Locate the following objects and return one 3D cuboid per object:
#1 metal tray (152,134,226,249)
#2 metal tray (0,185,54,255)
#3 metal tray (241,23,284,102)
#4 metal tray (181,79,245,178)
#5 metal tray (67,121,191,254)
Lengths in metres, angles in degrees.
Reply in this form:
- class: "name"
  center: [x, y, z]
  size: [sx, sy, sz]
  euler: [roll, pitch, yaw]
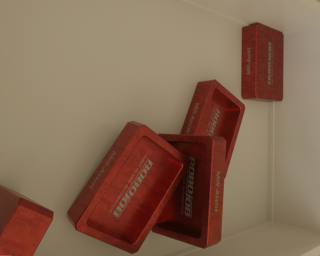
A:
- class: "metal tray"
  center: [0.034, 0.073, 0.392]
  size: [0.030, 0.090, 0.129]
  euler: [7, 86, -48]
- class: "metal tray"
  center: [-0.145, 0.113, 0.243]
  size: [0.030, 0.090, 0.130]
  euler: [40, 66, -33]
- class: "metal tray"
  center: [0.188, -0.115, 0.564]
  size: [0.091, 0.030, 0.129]
  euler: [1, 89, -40]
- class: "metal tray"
  center: [0.079, 0.004, 0.471]
  size: [0.090, 0.030, 0.130]
  euler: [32, 70, -36]
- class: "metal tray"
  center: [-0.032, 0.069, 0.359]
  size: [0.090, 0.030, 0.130]
  euler: [39, 78, -32]
